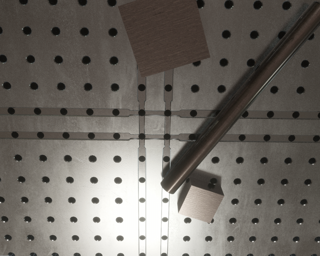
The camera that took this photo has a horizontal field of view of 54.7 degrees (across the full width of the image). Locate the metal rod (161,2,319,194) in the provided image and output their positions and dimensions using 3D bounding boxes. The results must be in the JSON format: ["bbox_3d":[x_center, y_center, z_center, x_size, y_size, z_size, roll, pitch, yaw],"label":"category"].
[{"bbox_3d":[0.100,-0.027,0.404,0.025,0.025,0.299,35,106,-12],"label":"metal rod"}]

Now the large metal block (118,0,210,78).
[{"bbox_3d":[0.006,-0.112,0.359,0.080,0.050,0.080,-16,110,5],"label":"large metal block"}]

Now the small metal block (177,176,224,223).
[{"bbox_3d":[0.059,0.105,0.453,0.050,0.025,0.050,19,109,-8],"label":"small metal block"}]
